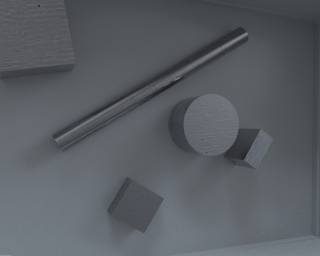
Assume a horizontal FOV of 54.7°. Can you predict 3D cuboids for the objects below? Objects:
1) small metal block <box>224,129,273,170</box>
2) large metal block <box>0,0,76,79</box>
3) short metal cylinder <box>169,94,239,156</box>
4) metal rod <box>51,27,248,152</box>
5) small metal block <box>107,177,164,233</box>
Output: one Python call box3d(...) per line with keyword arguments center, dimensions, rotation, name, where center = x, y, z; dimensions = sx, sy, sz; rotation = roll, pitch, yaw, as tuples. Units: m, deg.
box3d(center=(0.126, 0.029, 0.446), dimensions=(0.025, 0.050, 0.050), rotation=(35, 79, -17), name="small metal block")
box3d(center=(-0.144, -0.102, 0.344), dimensions=(0.081, 0.050, 0.079), rotation=(-11, 94, -20), name="large metal block")
box3d(center=(0.058, -0.004, 0.420), dimensions=(0.081, 0.050, 0.079), rotation=(0, 90, -21), name="short metal cylinder")
box3d(center=(0.000, -0.059, 0.411), dimensions=(0.302, 0.025, 0.025), rotation=(-33, 101, -17), name="metal rod")
box3d(center=(-0.031, 0.099, 0.400), dimensions=(0.050, 0.025, 0.050), rotation=(34, 79, -17), name="small metal block")
